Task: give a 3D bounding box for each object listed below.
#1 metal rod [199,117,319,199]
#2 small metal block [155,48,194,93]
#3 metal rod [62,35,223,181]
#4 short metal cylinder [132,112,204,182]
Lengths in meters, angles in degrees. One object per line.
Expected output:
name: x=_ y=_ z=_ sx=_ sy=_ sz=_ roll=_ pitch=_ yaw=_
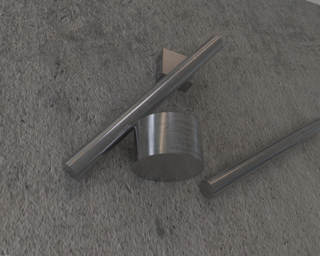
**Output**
metal rod: x=0.174 y=0.035 z=0.475 sx=0.302 sy=0.025 sz=0.025 roll=-20 pitch=73 yaw=-36
small metal block: x=0.022 y=-0.087 z=0.469 sx=0.050 sy=0.025 sz=0.050 roll=15 pitch=56 yaw=-20
metal rod: x=-0.003 y=-0.044 z=0.405 sx=0.025 sy=0.025 sz=0.301 roll=44 pitch=58 yaw=2
short metal cylinder: x=0.009 y=0.025 z=0.358 sx=0.081 sy=0.080 sz=0.050 roll=13 pitch=56 yaw=-21
